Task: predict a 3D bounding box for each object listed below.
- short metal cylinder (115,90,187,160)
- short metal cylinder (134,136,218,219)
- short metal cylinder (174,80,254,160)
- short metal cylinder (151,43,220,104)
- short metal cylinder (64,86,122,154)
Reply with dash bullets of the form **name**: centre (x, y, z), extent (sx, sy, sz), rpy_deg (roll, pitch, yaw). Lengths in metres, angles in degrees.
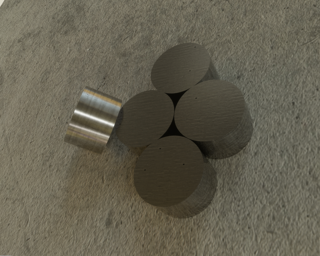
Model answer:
- **short metal cylinder**: centre (-0.009, -0.001, 0.395), extent (0.080, 0.050, 0.080), rpy_deg (-13, 56, 21)
- **short metal cylinder**: centre (0.018, 0.055, 0.346), extent (0.080, 0.050, 0.080), rpy_deg (-13, 56, 21)
- **short metal cylinder**: centre (0.064, -0.009, 0.362), extent (0.080, 0.050, 0.080), rpy_deg (-13, 56, 21)
- **short metal cylinder**: centre (0.035, -0.065, 0.411), extent (0.080, 0.050, 0.080), rpy_deg (-13, 56, 21)
- **short metal cylinder**: centre (-0.090, -0.010, 0.416), extent (0.080, 0.050, 0.080), rpy_deg (-157, 89, -78)
